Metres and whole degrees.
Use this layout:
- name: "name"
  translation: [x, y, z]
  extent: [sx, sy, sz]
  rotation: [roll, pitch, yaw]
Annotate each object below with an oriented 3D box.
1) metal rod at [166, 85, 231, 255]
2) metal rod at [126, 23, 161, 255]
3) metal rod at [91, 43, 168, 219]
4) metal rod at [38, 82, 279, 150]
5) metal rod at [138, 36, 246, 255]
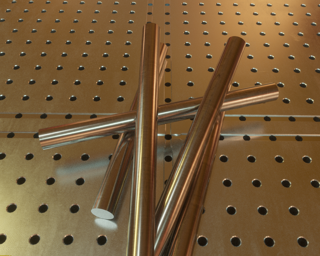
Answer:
- name: "metal rod"
  translation: [0.050, 0.048, 0.368]
  extent: [0.025, 0.025, 0.300]
  rotation: [13, 51, 10]
- name: "metal rod"
  translation: [-0.015, -0.008, 0.351]
  extent: [0.025, 0.025, 0.299]
  rotation: [1, 59, 0]
- name: "metal rod"
  translation: [-0.030, -0.021, 0.424]
  extent: [0.025, 0.025, 0.300]
  rotation: [10, 51, 7]
- name: "metal rod"
  translation: [0.007, -0.018, 0.388]
  extent: [0.302, 0.025, 0.025]
  rotation: [-12, 51, -11]
- name: "metal rod"
  translation: [0.042, 0.013, 0.351]
  extent: [0.025, 0.025, 0.300]
  rotation: [19, 66, 15]
